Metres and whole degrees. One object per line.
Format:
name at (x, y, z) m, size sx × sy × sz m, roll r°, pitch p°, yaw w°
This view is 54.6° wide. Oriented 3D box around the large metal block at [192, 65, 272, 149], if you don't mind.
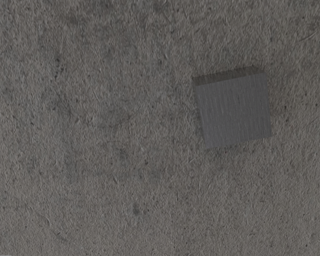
large metal block at (0.088, -0.027, 0.387) m, size 0.080 × 0.050 × 0.080 m, roll -11°, pitch 110°, yaw 4°
